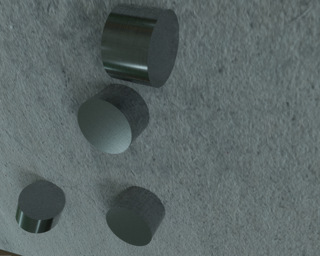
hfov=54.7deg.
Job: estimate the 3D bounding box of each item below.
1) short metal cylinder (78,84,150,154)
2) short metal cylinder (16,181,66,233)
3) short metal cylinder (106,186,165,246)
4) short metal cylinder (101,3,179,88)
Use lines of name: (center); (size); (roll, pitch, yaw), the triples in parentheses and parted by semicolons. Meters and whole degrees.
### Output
short metal cylinder: (-0.061, -0.012, 0.414); (0.080, 0.050, 0.079); (13, 124, 20)
short metal cylinder: (-0.222, 0.147, 0.577); (0.080, 0.080, 0.050); (34, 129, 5)
short metal cylinder: (-0.038, 0.141, 0.496); (0.080, 0.050, 0.079); (13, 124, 20)
short metal cylinder: (-0.018, -0.086, 0.326); (0.050, 0.080, 0.079); (15, 125, 19)
